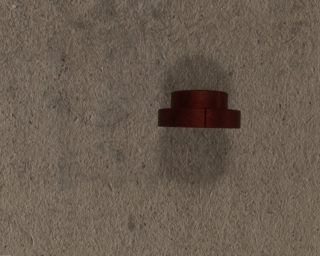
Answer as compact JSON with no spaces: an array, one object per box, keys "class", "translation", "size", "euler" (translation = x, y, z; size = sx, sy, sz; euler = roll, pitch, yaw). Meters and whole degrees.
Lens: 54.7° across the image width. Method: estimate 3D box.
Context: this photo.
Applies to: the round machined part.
[{"class":"round machined part","translation":[0.047,-0.022,0.374],"size":[0.099,0.098,0.042],"euler":[1,90,-1]}]
